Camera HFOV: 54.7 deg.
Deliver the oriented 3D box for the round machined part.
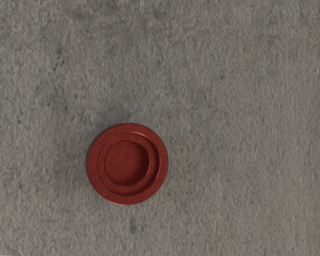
[{"bbox_3d":[-0.043,0.042,0.385,0.099,0.042,0.097,0,90,-21],"label":"round machined part"}]
